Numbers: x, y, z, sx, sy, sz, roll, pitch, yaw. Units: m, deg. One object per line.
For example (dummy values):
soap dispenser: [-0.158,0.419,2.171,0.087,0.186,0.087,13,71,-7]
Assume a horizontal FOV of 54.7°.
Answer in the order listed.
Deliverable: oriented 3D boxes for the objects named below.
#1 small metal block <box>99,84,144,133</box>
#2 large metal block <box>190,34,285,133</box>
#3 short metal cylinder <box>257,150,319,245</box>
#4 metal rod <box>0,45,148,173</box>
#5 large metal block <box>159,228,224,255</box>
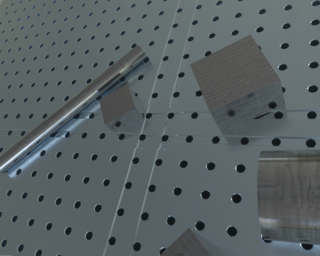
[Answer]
small metal block: [-0.057,-0.029,0.455,0.050,0.025,0.050,-28,52,10]
large metal block: [0.092,-0.053,0.376,0.080,0.050,0.080,-25,53,12]
short metal cylinder: [0.119,0.059,0.274,0.050,0.080,0.080,-4,60,26]
metal rod: [-0.145,-0.030,0.500,0.300,0.025,0.025,-38,51,1]
large metal block: [0.044,0.141,0.263,0.050,0.080,0.080,-43,51,-2]
